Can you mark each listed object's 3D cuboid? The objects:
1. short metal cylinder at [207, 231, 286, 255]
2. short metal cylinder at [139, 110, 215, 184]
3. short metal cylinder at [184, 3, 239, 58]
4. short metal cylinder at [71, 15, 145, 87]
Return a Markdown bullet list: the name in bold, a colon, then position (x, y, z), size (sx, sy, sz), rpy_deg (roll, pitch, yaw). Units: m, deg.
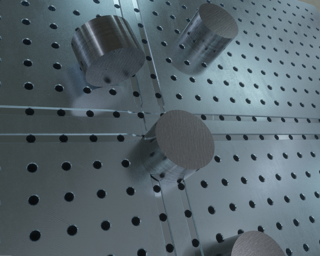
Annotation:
- **short metal cylinder**: position (0.098, 0.162, 0.348), size (0.081, 0.050, 0.080), rpy_deg (14, 56, -21)
- **short metal cylinder**: position (0.021, 0.024, 0.390), size (0.081, 0.050, 0.080), rpy_deg (14, 56, -21)
- **short metal cylinder**: position (0.091, -0.173, 0.549), size (0.081, 0.050, 0.080), rpy_deg (14, 56, -21)
- **short metal cylinder**: position (-0.066, -0.097, 0.398), size (0.081, 0.080, 0.050), rpy_deg (-14, 70, -34)
